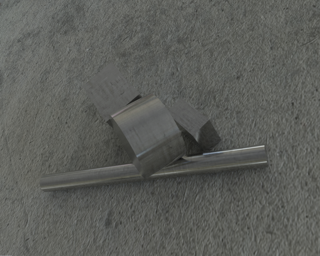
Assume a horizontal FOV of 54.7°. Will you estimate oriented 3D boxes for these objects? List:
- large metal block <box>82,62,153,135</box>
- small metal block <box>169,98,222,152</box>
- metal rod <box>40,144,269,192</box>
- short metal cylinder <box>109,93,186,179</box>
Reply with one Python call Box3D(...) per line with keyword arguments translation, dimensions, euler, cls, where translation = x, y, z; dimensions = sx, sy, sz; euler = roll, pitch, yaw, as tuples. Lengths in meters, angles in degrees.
Box3D(translation=(-0.046, -0.028, 0.410), dimensions=(0.050, 0.080, 0.080), euler=(-41, 51, 1), cls="large metal block")
Box3D(translation=(0.041, -0.002, 0.368), dimensions=(0.025, 0.050, 0.050), euler=(-44, 51, -2), cls="small metal block")
Box3D(translation=(-0.024, 0.054, 0.383), dimensions=(0.300, 0.025, 0.025), euler=(-10, 57, 22), cls="metal rod")
Box3D(translation=(-0.015, 0.009, 0.342), dimensions=(0.050, 0.080, 0.080), euler=(-30, 50, -13), cls="short metal cylinder")
